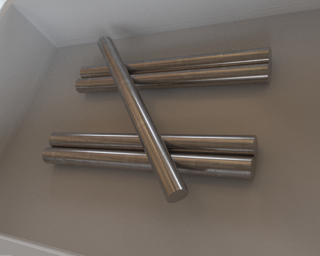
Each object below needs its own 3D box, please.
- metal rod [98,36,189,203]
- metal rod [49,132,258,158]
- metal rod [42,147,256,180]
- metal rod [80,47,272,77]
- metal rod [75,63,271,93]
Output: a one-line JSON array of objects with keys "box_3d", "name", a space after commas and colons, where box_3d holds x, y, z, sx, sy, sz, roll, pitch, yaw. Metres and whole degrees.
[{"box_3d": [-0.036, -0.034, 0.412, 0.025, 0.025, 0.300, -33, 51, 7], "name": "metal rod"}, {"box_3d": [-0.029, 0.019, 0.407, 0.300, 0.025, 0.025, 0, 62, 28], "name": "metal rod"}, {"box_3d": [-0.035, 0.042, 0.396, 0.300, 0.025, 0.025, 0, 62, 28], "name": "metal rod"}, {"box_3d": [0.005, -0.090, 0.456, 0.300, 0.025, 0.025, 1, 62, 28], "name": "metal rod"}, {"box_3d": [0.000, -0.068, 0.445, 0.300, 0.025, 0.025, 1, 62, 28], "name": "metal rod"}]
